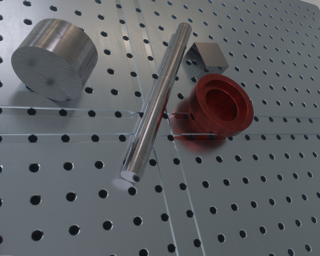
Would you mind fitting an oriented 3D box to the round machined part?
[{"bbox_3d":[0.087,-0.030,0.462,0.099,0.042,0.098,14,56,-21],"label":"round machined part"}]

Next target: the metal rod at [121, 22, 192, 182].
[{"bbox_3d":[0.005,-0.058,0.446,0.025,0.025,0.300,27,52,-11],"label":"metal rod"}]

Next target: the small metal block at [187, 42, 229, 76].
[{"bbox_3d":[0.081,-0.117,0.523,0.050,0.025,0.050,-7,65,-31],"label":"small metal block"}]

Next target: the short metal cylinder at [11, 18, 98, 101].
[{"bbox_3d":[-0.119,-0.077,0.356,0.080,0.080,0.050,25,53,-13],"label":"short metal cylinder"}]
